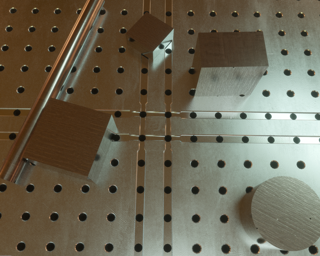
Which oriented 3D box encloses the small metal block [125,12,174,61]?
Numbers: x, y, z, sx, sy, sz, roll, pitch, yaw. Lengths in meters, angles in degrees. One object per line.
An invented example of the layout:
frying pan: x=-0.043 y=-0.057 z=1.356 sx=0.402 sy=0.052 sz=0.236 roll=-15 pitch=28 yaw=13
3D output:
small metal block: x=-0.015 y=-0.137 z=0.461 sx=0.050 sy=0.025 sz=0.050 roll=35 pitch=73 yaw=11

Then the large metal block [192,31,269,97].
large metal block: x=0.089 y=-0.083 z=0.414 sx=0.081 sy=0.080 sz=0.050 roll=-2 pitch=70 yaw=-1

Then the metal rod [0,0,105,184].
metal rod: x=-0.145 y=-0.068 z=0.434 sx=0.025 sy=0.025 sz=0.299 roll=17 pitch=71 yaw=6

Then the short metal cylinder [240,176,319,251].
short metal cylinder: x=0.140 y=0.101 z=0.363 sx=0.081 sy=0.050 sz=0.080 roll=0 pitch=70 yaw=0

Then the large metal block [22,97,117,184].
large metal block: x=-0.109 y=0.017 z=0.391 sx=0.080 sy=0.050 sz=0.080 roll=16 pitch=71 yaw=5
